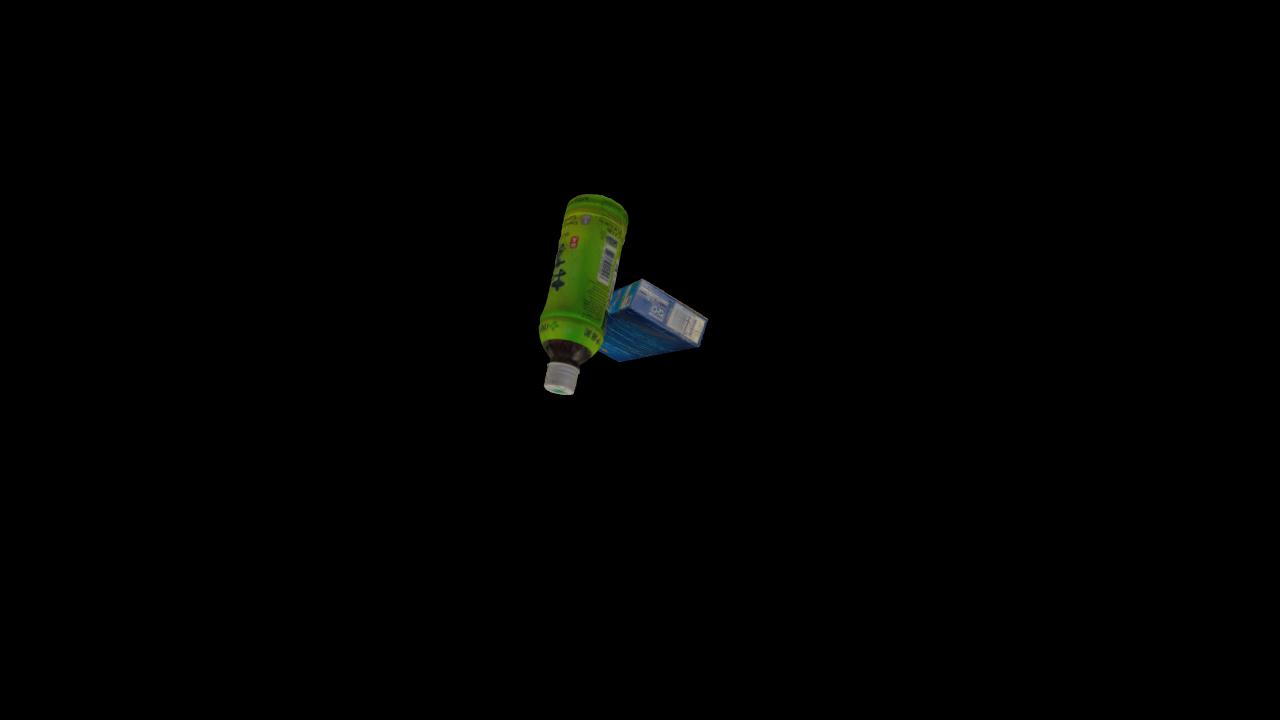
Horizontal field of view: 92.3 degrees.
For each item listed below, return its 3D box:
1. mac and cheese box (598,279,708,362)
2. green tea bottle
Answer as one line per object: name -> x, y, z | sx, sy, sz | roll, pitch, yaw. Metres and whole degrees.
mac and cheese box -> -0.012, -0.039, 0.709 | 0.093, 0.041, 0.184 | 27, -17, -24
green tea bottle -> -0.062, -0.067, 0.636 | 0.073, 0.212, 0.073 | 8, -22, 3
